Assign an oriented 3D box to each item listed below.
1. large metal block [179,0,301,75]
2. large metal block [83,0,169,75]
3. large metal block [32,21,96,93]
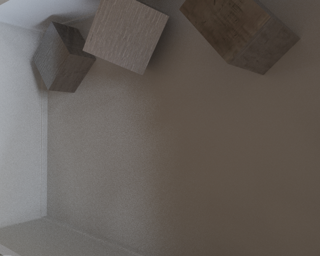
[{"bbox_3d":[0.079,-0.103,0.306,0.050,0.081,0.080,-49,61,29],"label":"large metal block"},{"bbox_3d":[-0.044,-0.126,0.399,0.050,0.080,0.079,-103,37,-64],"label":"large metal block"},{"bbox_3d":[-0.164,-0.118,0.527,0.080,0.050,0.080,-47,62,29],"label":"large metal block"}]
